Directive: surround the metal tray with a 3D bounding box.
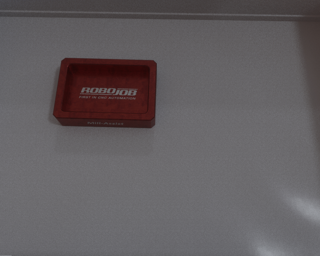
[{"bbox_3d":[-0.071,-0.048,0.423,0.131,0.030,0.090,2,70,0],"label":"metal tray"}]
